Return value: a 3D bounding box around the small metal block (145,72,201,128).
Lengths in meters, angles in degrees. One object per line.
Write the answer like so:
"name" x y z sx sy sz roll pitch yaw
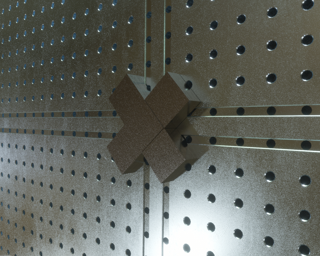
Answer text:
"small metal block" 0.015 -0.035 0.394 0.050 0.025 0.050 -48 62 29

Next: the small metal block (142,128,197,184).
"small metal block" 0.011 0.035 0.398 0.050 0.025 0.050 -48 62 29

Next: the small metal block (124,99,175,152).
"small metal block" -0.015 -0.003 0.418 0.050 0.025 0.050 -48 62 29

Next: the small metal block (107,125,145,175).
"small metal block" -0.043 0.030 0.443 0.050 0.025 0.050 -48 62 29

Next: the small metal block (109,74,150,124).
"small metal block" -0.040 -0.040 0.440 0.050 0.025 0.050 -48 62 29
